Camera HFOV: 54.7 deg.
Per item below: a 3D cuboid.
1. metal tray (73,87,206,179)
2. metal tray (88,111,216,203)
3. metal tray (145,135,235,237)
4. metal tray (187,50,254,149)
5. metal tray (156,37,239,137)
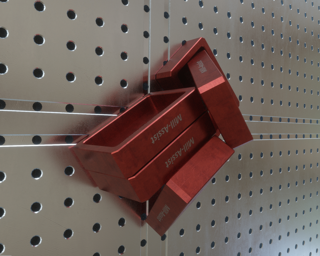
[{"bbox_3d":[-0.022,0.000,0.350,0.131,0.090,0.030,-40,115,-33],"label":"metal tray"},{"bbox_3d":[-0.008,0.025,0.360,0.131,0.090,0.030,-40,115,-33],"label":"metal tray"},{"bbox_3d":[0.033,0.074,0.379,0.030,0.129,0.091,41,56,14],"label":"metal tray"},{"bbox_3d":[0.073,-0.041,0.398,0.090,0.030,0.130,58,12,-24],"label":"metal tray"},{"bbox_3d":[0.061,-0.054,0.458,0.090,0.030,0.130,-51,120,-28],"label":"metal tray"}]
